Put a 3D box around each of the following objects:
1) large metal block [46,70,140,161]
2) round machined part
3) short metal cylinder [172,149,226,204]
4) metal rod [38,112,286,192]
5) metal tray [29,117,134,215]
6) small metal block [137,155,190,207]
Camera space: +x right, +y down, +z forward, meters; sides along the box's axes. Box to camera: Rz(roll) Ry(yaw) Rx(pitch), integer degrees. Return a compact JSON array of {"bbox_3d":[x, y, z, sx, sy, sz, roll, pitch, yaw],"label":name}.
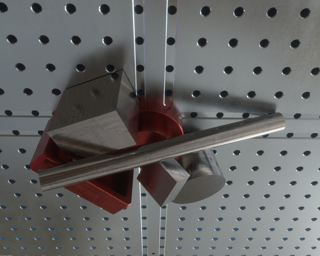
[{"bbox_3d":[-0.072,-0.015,0.360,0.080,0.080,0.050,-16,128,13],"label":"large metal block"},{"bbox_3d":[-0.017,0.015,0.417,0.099,0.042,0.097,-1,130,0],"label":"round machined part"},{"bbox_3d":[0.045,0.066,0.436,0.081,0.050,0.080,-12,144,-9],"label":"short metal cylinder"},{"bbox_3d":[0.016,0.024,0.370,0.302,0.025,0.025,-13,132,-15],"label":"metal rod"},{"bbox_3d":[-0.092,0.044,0.404,0.030,0.090,0.130,-36,122,26],"label":"metal tray"},{"bbox_3d":[0.003,0.062,0.391,0.025,0.050,0.050,-18,144,-45],"label":"small metal block"}]
